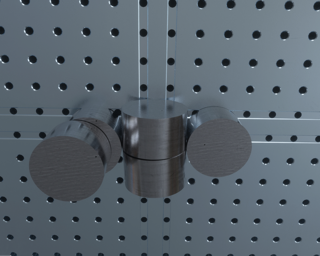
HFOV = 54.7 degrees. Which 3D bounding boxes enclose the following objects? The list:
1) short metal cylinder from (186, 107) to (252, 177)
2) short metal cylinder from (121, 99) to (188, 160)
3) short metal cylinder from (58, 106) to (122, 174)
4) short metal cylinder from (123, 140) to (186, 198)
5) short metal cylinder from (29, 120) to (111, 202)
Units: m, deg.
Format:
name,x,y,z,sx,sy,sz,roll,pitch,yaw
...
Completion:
name,x,y,z,sx,sy,sz,roll,pitch,yaw
short metal cylinder,0.073,0.017,0.406,0.081,0.050,0.079,0,110,0
short metal cylinder,-0.007,-0.001,0.384,0.081,0.080,0.050,1,111,-1
short metal cylinder,-0.088,0.016,0.405,0.081,0.050,0.079,0,110,0
short metal cylinder,-0.006,0.047,0.401,0.081,0.080,0.050,-1,110,0
short metal cylinder,-0.101,0.037,0.358,0.081,0.050,0.079,0,110,0
